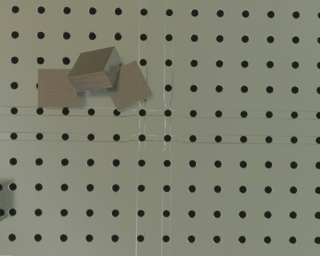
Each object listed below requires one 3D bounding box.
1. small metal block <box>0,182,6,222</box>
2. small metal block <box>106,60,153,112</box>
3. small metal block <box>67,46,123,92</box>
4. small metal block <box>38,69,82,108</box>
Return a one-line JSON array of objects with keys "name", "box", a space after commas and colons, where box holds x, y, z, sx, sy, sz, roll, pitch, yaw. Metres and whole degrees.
[{"name": "small metal block", "box": [-0.236, 0.099, 0.410, 0.050, 0.025, 0.050, -2, 90, -1]}, {"name": "small metal block", "box": [-0.043, -0.055, 0.413, 0.050, 0.025, 0.050, -26, 90, -1]}, {"name": "small metal block", "box": [-0.081, -0.074, 0.391, 0.050, 0.025, 0.050, -5, 47, 20]}, {"name": "small metal block", "box": [-0.132, -0.052, 0.412, 0.050, 0.025, 0.050, 0, 90, -1]}]
